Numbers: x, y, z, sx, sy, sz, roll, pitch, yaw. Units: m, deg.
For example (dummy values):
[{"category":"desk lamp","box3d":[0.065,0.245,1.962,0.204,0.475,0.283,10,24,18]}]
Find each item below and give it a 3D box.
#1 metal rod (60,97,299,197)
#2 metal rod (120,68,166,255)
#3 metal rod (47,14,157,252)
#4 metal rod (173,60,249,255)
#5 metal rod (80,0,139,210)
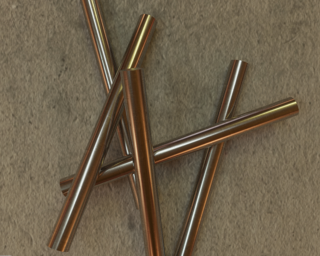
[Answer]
[{"category":"metal rod","box3d":[0.024,0.024,0.384,0.302,0.025,0.025,-20,90,-1]},{"category":"metal rod","box3d":[-0.014,0.080,0.369,0.025,0.025,0.298,-6,107,0]},{"category":"metal rod","box3d":[-0.063,-0.006,0.374,0.025,0.025,0.299,19,76,-1]},{"category":"metal rod","box3d":[0.064,0.057,0.410,0.025,0.025,0.298,16,90,-1]},{"category":"metal rod","box3d":[-0.058,-0.041,0.409,0.025,0.025,0.298,-15,90,0]}]
